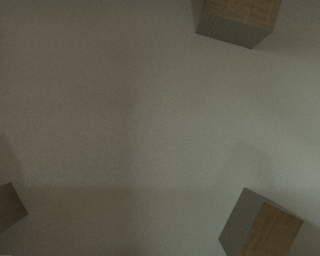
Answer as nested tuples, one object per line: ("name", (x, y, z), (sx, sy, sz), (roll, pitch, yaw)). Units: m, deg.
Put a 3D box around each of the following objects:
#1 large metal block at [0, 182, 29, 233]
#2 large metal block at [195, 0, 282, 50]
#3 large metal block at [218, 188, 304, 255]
("large metal block", (-0.226, 0.115, 0.381), (0.080, 0.080, 0.050), (-28, 90, 0))
("large metal block", (0.094, -0.142, 0.385), (0.080, 0.080, 0.050), (16, 90, -1))
("large metal block", (0.120, 0.128, 0.386), (0.050, 0.080, 0.080), (27, 90, -1))
